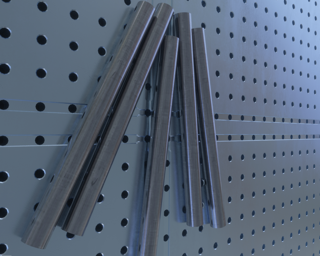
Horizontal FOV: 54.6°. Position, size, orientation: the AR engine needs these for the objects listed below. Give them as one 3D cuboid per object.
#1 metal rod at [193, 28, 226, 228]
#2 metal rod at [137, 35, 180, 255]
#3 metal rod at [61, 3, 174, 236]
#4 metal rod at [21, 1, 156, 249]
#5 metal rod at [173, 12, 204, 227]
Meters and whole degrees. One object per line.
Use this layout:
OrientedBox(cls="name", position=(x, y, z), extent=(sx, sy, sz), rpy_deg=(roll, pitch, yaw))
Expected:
OrientedBox(cls="metal rod", position=(0.071, 0.004, 0.467), extent=(0.025, 0.025, 0.298), rpy_deg=(-13, 98, -39))
OrientedBox(cls="metal rod", position=(-0.002, 0.027, 0.406), extent=(0.025, 0.025, 0.299), rpy_deg=(11, 83, -40))
OrientedBox(cls="metal rod", position=(-0.043, -0.024, 0.372), extent=(0.025, 0.025, 0.300), rpy_deg=(32, 70, -35))
OrientedBox(cls="metal rod", position=(-0.071, -0.019, 0.348), extent=(0.025, 0.025, 0.300), rpy_deg=(34, 69, -35))
OrientedBox(cls="metal rod", position=(0.041, -0.009, 0.442), extent=(0.025, 0.025, 0.298), rpy_deg=(-7, 94, -40))
